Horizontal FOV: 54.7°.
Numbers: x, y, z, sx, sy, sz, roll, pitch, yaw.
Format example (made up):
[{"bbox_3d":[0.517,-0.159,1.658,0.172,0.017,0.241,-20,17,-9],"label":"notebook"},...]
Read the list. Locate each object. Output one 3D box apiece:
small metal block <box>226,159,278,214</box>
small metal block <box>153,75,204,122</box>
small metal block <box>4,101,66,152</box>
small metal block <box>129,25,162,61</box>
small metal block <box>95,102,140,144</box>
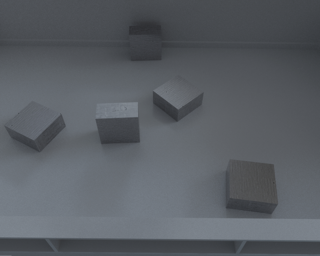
[{"bbox_3d":[0.102,0.066,0.351,0.050,0.025,0.050,6,50,5],"label":"small metal block"},{"bbox_3d":[0.026,-0.043,0.442,0.050,0.025,0.050,-35,59,-26],"label":"small metal block"},{"bbox_3d":[-0.162,-0.003,0.405,0.050,0.025,0.050,23,53,18],"label":"small metal block"},{"bbox_3d":[-0.023,-0.138,0.504,0.050,0.050,0.025,-2,50,-2],"label":"small metal block"},{"bbox_3d":[-0.052,-0.006,0.393,0.050,0.050,0.025,-2,50,-3],"label":"small metal block"}]
